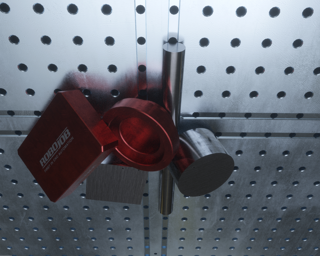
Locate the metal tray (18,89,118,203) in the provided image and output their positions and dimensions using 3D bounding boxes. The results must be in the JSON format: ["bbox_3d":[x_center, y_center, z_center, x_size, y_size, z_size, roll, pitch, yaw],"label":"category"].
[{"bbox_3d":[-0.122,0.025,0.396,0.129,0.030,0.090,-44,80,30],"label":"metal tray"}]

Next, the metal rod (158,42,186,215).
[{"bbox_3d":[0.013,0.025,0.434,0.025,0.025,0.298,1,130,-1],"label":"metal rod"}]

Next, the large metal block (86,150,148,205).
[{"bbox_3d":[-0.061,0.063,0.448,0.081,0.050,0.079,8,130,-7],"label":"large metal block"}]

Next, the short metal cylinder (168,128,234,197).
[{"bbox_3d":[0.052,0.047,0.418,0.081,0.050,0.079,-14,132,-15],"label":"short metal cylinder"}]

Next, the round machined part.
[{"bbox_3d":[-0.020,0.004,0.387,0.098,0.042,0.097,16,132,19],"label":"round machined part"}]
